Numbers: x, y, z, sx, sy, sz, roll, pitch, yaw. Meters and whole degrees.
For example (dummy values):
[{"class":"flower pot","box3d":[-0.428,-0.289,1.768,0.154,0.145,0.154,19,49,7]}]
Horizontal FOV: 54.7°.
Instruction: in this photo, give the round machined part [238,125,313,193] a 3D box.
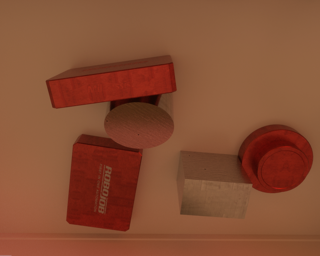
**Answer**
[{"class":"round machined part","box3d":[0.160,0.048,0.422,0.099,0.042,0.097,0,110,-1]}]

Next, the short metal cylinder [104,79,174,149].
[{"class":"short metal cylinder","box3d":[-0.024,-0.019,0.374,0.081,0.050,0.080,0,138,0]}]

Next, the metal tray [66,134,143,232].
[{"class":"metal tray","box3d":[-0.079,0.079,0.437,0.091,0.030,0.129,9,110,-4]}]

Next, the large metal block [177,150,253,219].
[{"class":"large metal block","box3d":[0.067,0.072,0.410,0.081,0.080,0.050,5,110,-2]}]

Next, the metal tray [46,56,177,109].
[{"class":"metal tray","box3d":[-0.049,-0.056,0.354,0.131,0.090,0.030,-8,108,2]}]
